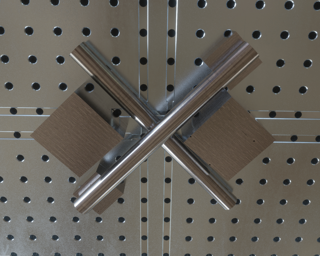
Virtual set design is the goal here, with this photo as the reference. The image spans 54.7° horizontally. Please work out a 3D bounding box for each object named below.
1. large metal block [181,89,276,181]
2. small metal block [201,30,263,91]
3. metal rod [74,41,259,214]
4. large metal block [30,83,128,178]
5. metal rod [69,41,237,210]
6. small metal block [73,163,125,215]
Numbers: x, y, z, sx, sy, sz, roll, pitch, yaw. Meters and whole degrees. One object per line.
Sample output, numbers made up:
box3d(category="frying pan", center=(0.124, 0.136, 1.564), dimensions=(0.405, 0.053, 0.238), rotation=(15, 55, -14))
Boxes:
box3d(category="large metal block", center=(0.086, 0.008, 0.404), dimensions=(0.080, 0.050, 0.080), rotation=(41, 105, -14))
box3d(category="small metal block", center=(0.088, -0.084, 0.384), dimensions=(0.050, 0.025, 0.050), rotation=(-42, 105, 14))
box3d(category="metal rod", center=(-0.002, 0.009, 0.389), dimensions=(0.299, 0.025, 0.025), rotation=(-43, 105, 14))
box3d(category="large metal block", center=(-0.101, 0.002, 0.400), dimensions=(0.080, 0.050, 0.080), rotation=(-41, 105, 13))
box3d(category="metal rod", center=(0.001, 0.007, 0.415), dimensions=(0.025, 0.025, 0.300), rotation=(-41, 105, 13))
box3d(category="small metal block", center=(-0.087, 0.088, 0.445), dimensions=(0.050, 0.025, 0.050), rotation=(43, 104, -14))
